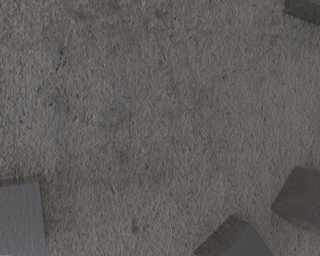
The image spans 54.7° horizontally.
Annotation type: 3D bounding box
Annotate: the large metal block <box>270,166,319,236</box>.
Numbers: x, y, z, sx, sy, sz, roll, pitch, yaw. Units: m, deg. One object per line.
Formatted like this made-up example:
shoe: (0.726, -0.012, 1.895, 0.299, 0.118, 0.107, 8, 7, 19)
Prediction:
large metal block: (0.228, 0.109, 0.464, 0.050, 0.080, 0.080, 39, 78, -16)

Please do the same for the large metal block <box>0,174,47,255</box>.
large metal block: (-0.169, 0.099, 0.334, 0.081, 0.050, 0.079, -6, 92, -20)

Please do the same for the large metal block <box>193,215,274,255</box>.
large metal block: (0.108, 0.185, 0.436, 0.080, 0.050, 0.080, -40, 103, -16)

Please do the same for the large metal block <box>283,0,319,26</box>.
large metal block: (0.249, -0.216, 0.487, 0.081, 0.050, 0.080, 10, 87, -20)
